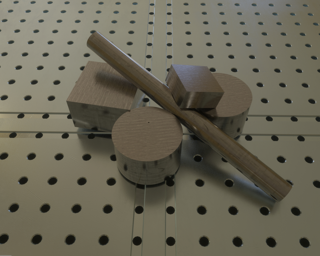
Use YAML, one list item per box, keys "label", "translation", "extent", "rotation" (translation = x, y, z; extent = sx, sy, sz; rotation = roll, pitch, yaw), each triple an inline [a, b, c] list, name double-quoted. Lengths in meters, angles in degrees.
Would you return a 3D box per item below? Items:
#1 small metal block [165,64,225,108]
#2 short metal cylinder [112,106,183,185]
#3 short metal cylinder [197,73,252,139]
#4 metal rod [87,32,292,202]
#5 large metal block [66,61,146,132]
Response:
- label: "small metal block"
  translation: [0.041, -0.050, 0.371]
  extent: [0.050, 0.025, 0.050]
  rotation: [-2, 47, -25]
- label: "short metal cylinder"
  translation: [-0.014, 0.020, 0.369]
  extent: [0.081, 0.050, 0.080]
  rotation: [0, 50, 0]
- label: "short metal cylinder"
  translation: [0.076, -0.028, 0.411]
  extent: [0.081, 0.050, 0.080]
  rotation: [0, 50, 0]
- label: "metal rod"
  translation: [0.026, -0.021, 0.375]
  extent: [0.300, 0.025, 0.025]
  rotation: [40, 60, 12]
- label: "large metal block"
  translation: [-0.068, -0.042, 0.419]
  extent: [0.080, 0.050, 0.080]
  rotation: [9, 51, 7]
